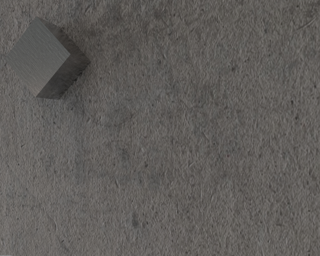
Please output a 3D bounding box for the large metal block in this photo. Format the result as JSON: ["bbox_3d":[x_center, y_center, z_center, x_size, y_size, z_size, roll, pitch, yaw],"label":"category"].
[{"bbox_3d":[-0.164,-0.099,0.453,0.080,0.050,0.080,-46,76,14],"label":"large metal block"}]
